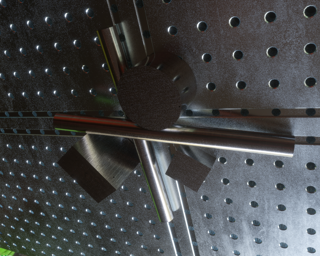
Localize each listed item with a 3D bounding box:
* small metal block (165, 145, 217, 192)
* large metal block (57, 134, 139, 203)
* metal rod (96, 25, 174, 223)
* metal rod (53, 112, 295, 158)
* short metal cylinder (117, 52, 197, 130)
[{"bbox_3d":[0.041,0.052,0.421,0.050,0.025,0.050,29,128,9],"label":"small metal block"},{"bbox_3d":[-0.082,0.045,0.443,0.080,0.080,0.050,46,129,-5],"label":"large metal block"},{"bbox_3d":[-0.027,0.011,0.431,0.025,0.025,0.298,-2,118,29],"label":"metal rod"},{"bbox_3d":[0.005,0.006,0.387,0.301,0.025,0.025,6,121,16],"label":"metal rod"},{"bbox_3d":[-0.003,-0.044,0.368,0.080,0.050,0.079,13,124,20],"label":"short metal cylinder"}]
